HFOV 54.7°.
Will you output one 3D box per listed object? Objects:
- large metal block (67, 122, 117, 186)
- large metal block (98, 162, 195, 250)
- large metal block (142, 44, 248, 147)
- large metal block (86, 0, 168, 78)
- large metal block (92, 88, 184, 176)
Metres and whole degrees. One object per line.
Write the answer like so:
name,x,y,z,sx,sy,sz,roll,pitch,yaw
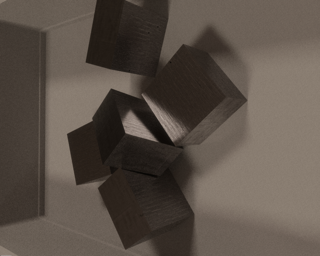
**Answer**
large metal block,-0.087,0.035,0.460,0.080,0.050,0.080,-22,76,37
large metal block,-0.017,0.091,0.383,0.050,0.081,0.080,-44,64,31
large metal block,0.037,-0.036,0.358,0.080,0.050,0.080,-47,62,29
large metal block,-0.042,-0.114,0.403,0.050,0.081,0.079,21,104,38
large metal block,-0.029,0.006,0.378,0.050,0.081,0.080,-52,40,27
